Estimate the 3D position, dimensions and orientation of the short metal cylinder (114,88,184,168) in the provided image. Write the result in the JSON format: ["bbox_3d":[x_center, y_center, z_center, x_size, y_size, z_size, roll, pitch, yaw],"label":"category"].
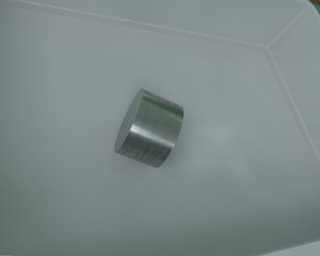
[{"bbox_3d":[-0.014,0.000,0.362,0.050,0.080,0.080,23,53,-14],"label":"short metal cylinder"}]
